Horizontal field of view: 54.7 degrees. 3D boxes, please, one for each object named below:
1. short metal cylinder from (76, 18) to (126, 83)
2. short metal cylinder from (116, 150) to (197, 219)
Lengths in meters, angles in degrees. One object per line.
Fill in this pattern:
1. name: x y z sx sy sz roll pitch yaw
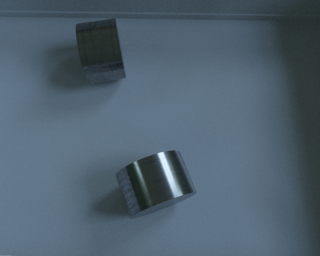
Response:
1. short metal cylinder: -0.078 -0.103 0.417 0.050 0.080 0.080 -10 70 -4
2. short metal cylinder: -0.005 0.066 0.356 0.080 0.080 0.050 -19 71 -7
